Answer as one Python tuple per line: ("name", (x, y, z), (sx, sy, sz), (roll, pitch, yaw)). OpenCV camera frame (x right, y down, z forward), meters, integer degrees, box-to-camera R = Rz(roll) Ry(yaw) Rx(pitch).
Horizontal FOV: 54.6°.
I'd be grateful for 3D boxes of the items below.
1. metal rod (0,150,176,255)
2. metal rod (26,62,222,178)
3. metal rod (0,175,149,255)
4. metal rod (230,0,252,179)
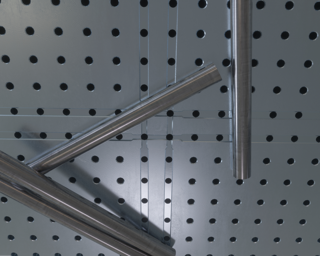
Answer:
("metal rod", (-0.099, 0.119, 0.439), (0.301, 0.025, 0.025), (36, 106, -19))
("metal rod", (-0.059, -0.002, 0.411), (0.300, 0.025, 0.025), (-28, 108, 9))
("metal rod", (-0.112, 0.149, 0.467), (0.301, 0.025, 0.025), (32, 107, -11))
("metal rod", (0.102, -0.073, 0.387), (0.025, 0.025, 0.298), (-5, 110, 2))
